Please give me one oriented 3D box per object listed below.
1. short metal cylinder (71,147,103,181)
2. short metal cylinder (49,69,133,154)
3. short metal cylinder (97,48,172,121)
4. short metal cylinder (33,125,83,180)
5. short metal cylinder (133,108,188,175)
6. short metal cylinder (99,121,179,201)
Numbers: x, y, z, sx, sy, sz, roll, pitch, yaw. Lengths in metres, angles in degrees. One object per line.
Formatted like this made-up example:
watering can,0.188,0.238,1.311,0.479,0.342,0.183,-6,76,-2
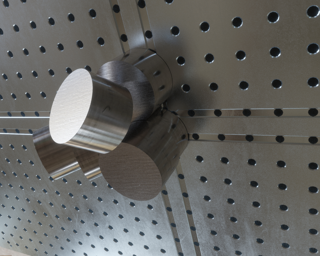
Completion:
short metal cylinder,-0.088,0.026,0.429,0.050,0.080,0.080,-24,111,-7
short metal cylinder,-0.074,-0.017,0.331,0.080,0.080,0.050,-26,147,37
short metal cylinder,-0.032,-0.052,0.379,0.080,0.050,0.079,13,124,21
short metal cylinder,-0.147,0.030,0.463,0.050,0.080,0.080,-24,111,-8
short metal cylinder,-0.009,0.019,0.411,0.080,0.050,0.079,13,124,21
short metal cylinder,-0.024,0.038,0.364,0.080,0.050,0.079,13,124,21
